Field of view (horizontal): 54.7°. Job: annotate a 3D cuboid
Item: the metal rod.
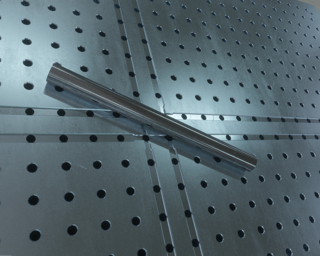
[{"bbox_3d":[0.000,-0.008,0.415,0.302,0.025,0.025,24,53,-14],"label":"metal rod"}]
